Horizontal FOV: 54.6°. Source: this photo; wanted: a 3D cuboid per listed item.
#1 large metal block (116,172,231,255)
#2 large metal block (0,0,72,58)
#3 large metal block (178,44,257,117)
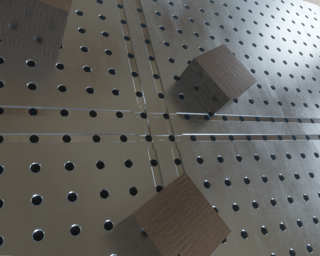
[{"bbox_3d":[0.015,0.108,0.334,0.081,0.050,0.080,-31,79,-38],"label":"large metal block"},{"bbox_3d":[-0.154,-0.141,0.376,0.081,0.080,0.050,15,56,-20],"label":"large metal block"},{"bbox_3d":[0.091,-0.076,0.486,0.081,0.050,0.080,-33,80,-38],"label":"large metal block"}]
